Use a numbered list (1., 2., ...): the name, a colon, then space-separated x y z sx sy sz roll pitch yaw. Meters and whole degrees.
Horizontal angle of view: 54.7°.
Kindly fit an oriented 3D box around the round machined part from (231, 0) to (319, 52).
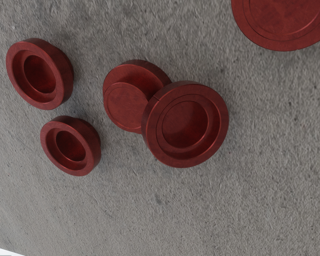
1. round machined part: 0.110 -0.114 0.267 0.098 0.042 0.097 13 124 21

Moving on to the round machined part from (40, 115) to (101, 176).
1. round machined part: -0.132 0.023 0.480 0.098 0.042 0.097 13 124 21

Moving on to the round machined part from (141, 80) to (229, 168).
1. round machined part: 0.025 -0.007 0.356 0.099 0.042 0.097 -7 111 -18

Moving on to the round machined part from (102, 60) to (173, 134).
1. round machined part: -0.032 -0.033 0.392 0.098 0.042 0.097 13 124 21

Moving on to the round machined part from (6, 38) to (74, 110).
1. round machined part: -0.161 -0.077 0.433 0.098 0.042 0.097 13 124 21
